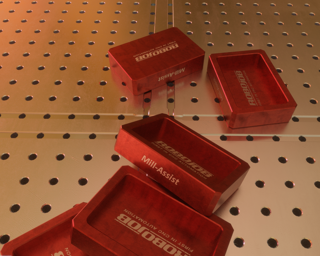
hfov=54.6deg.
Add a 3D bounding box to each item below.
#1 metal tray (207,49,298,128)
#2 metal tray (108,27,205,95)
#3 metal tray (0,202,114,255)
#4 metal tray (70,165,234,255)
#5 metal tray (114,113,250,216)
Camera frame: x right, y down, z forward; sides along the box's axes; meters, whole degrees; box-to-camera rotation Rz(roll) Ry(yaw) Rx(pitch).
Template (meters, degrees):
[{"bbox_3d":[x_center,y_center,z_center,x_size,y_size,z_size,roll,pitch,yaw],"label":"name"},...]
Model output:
[{"bbox_3d":[0.129,-0.062,0.457,0.091,0.030,0.130,-7,50,-6],"label":"metal tray"},{"bbox_3d":[-0.005,-0.111,0.498,0.131,0.030,0.090,-25,54,-20],"label":"metal tray"},{"bbox_3d":[-0.078,0.144,0.283,0.091,0.030,0.130,-26,55,-21],"label":"metal tray"},{"bbox_3d":[-0.005,0.100,0.294,0.130,0.030,0.090,28,40,12],"label":"metal tray"},{"bbox_3d":[0.025,0.033,0.351,0.130,0.030,0.091,32,28,24],"label":"metal tray"}]
